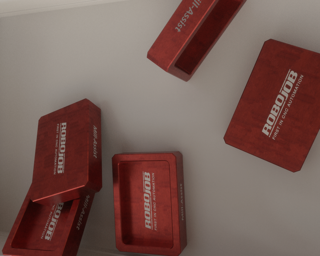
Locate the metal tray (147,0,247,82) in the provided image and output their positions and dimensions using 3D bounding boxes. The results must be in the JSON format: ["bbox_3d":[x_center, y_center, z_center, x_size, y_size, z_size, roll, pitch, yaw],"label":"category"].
[{"bbox_3d":[0.047,-0.120,0.359,0.030,0.090,0.129,39,102,16],"label":"metal tray"}]

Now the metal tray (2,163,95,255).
[{"bbox_3d":[-0.143,0.112,0.419,0.090,0.030,0.130,-4,51,19],"label":"metal tray"}]

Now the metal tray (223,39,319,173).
[{"bbox_3d":[0.141,-0.026,0.358,0.090,0.030,0.129,24,98,18],"label":"metal tray"}]

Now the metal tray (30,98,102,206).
[{"bbox_3d":[-0.126,0.032,0.423,0.090,0.030,0.130,-19,57,18],"label":"metal tray"}]

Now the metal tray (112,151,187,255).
[{"bbox_3d":[-0.014,0.097,0.412,0.090,0.030,0.129,-3,89,20],"label":"metal tray"}]
